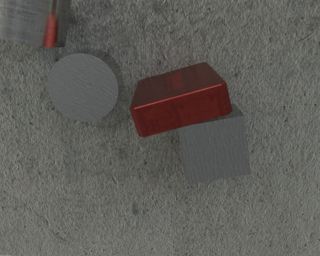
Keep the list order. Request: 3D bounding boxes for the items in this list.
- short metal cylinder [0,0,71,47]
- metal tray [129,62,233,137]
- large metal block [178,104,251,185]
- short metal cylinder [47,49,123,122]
[{"bbox_3d":[-0.140,-0.122,0.334,0.080,0.080,0.050,12,110,-5],"label":"short metal cylinder"},{"bbox_3d":[0.019,-0.037,0.340,0.090,0.130,0.030,-15,110,5],"label":"metal tray"},{"bbox_3d":[0.068,0.020,0.405,0.080,0.050,0.079,-10,110,3],"label":"large metal block"},{"bbox_3d":[-0.088,-0.053,0.376,0.081,0.050,0.079,0,110,0],"label":"short metal cylinder"}]
